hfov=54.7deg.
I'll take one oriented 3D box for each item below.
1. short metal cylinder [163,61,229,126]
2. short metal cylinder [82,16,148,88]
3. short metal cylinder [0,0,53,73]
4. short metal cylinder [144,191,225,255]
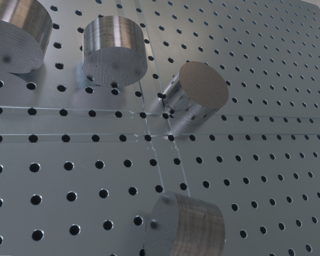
[{"bbox_3d":[0.052,-0.049,0.450,0.081,0.050,0.080,14,56,-21],"label":"short metal cylinder"},{"bbox_3d":[-0.059,-0.096,0.400,0.081,0.080,0.050,6,59,-25],"label":"short metal cylinder"},{"bbox_3d":[-0.167,-0.107,0.348,0.081,0.080,0.050,14,56,-20],"label":"short metal cylinder"},{"bbox_3d":[0.023,0.110,0.317,0.050,0.080,0.080,20,54,-17],"label":"short metal cylinder"}]
